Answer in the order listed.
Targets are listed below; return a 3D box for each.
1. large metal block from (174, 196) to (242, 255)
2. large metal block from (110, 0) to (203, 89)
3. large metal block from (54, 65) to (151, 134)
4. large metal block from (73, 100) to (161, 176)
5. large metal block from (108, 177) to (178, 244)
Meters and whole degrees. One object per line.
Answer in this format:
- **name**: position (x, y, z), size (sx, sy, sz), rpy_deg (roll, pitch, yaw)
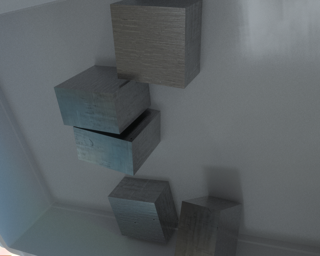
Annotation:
- **large metal block**: position (0.064, 0.136, 0.400), size (0.050, 0.080, 0.080), rpy_deg (7, 88, 33)
- **large metal block**: position (-0.002, -0.094, 0.335), size (0.080, 0.050, 0.079), rpy_deg (12, 124, 22)
- **large metal block**: position (-0.067, -0.039, 0.384), size (0.080, 0.080, 0.050), rpy_deg (9, 122, 24)
- **large metal block**: position (-0.052, 0.009, 0.406), size (0.080, 0.080, 0.050), rpy_deg (13, 124, 20)
- **large metal block**: position (-0.024, 0.127, 0.484), size (0.080, 0.050, 0.080), rpy_deg (0, 119, 28)
